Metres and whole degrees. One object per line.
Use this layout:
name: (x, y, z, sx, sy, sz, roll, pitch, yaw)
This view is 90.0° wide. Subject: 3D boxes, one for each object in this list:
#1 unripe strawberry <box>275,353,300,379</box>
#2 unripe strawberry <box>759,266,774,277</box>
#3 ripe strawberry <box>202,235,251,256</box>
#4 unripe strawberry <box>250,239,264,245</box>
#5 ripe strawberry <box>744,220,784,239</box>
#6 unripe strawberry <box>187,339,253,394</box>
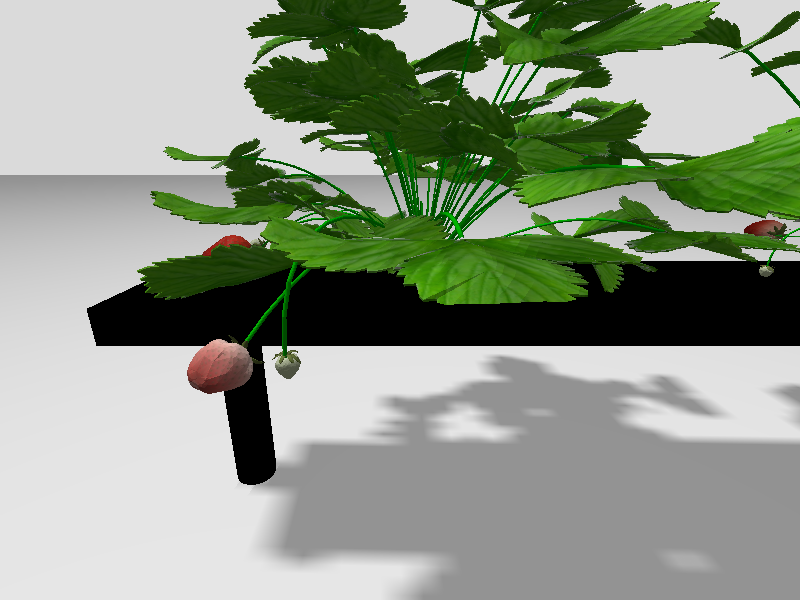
unripe strawberry: (-0.050, 0.030, 0.180, 0.011, 0.012, 0.011, 7, 20, 19)
unripe strawberry: (0.324, -0.025, 0.355, 0.010, 0.010, 0.009, -1, 19, -2)
ripe strawberry: (-0.151, -0.035, 0.350, 0.043, 0.042, 0.040, -1, 19, -2)
unripe strawberry: (-0.162, -0.059, 0.449, 0.020, 0.019, 0.018, 4, 19, 27)
ripe strawberry: (0.448, -0.084, 0.496, 0.037, 0.032, 0.037, -3, 19, -8)
unripe strawberry: (-0.081, 0.031, 0.178, 0.027, 0.024, 0.025, 10, 31, 26)
